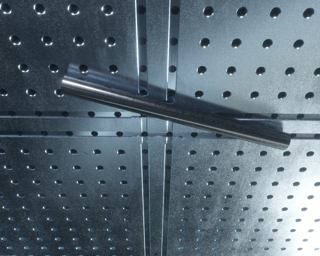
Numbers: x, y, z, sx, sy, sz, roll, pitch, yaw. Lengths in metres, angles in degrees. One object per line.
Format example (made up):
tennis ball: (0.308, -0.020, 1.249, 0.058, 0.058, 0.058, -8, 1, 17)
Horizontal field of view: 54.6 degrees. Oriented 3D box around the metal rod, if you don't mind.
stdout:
metal rod: (0.029, -0.017, 0.397, 0.302, 0.025, 0.025, 14, 129, -12)
